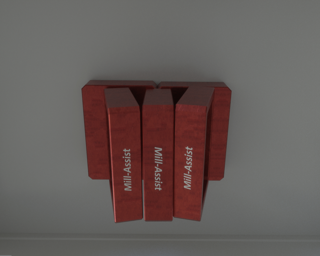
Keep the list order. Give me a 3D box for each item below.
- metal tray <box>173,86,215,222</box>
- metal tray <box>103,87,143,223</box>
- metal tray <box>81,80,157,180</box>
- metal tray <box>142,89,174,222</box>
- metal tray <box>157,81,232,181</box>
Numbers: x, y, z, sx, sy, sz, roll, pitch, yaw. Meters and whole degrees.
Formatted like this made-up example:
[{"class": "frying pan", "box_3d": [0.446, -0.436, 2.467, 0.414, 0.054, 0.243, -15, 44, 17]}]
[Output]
[{"class": "metal tray", "box_3d": [0.039, 0.025, 0.350, 0.030, 0.090, 0.129, 5, 111, 13]}, {"class": "metal tray", "box_3d": [-0.042, 0.027, 0.349, 0.030, 0.090, 0.129, -4, 111, -12]}, {"class": "metal tray", "box_3d": [-0.050, 0.004, 0.407, 0.091, 0.030, 0.129, 0, 110, -1]}, {"class": "metal tray", "box_3d": [-0.002, 0.027, 0.351, 0.030, 0.090, 0.129, 0, 108, 0]}, {"class": "metal tray", "box_3d": [0.041, 0.006, 0.409, 0.091, 0.030, 0.129, 0, 110, -1]}]
